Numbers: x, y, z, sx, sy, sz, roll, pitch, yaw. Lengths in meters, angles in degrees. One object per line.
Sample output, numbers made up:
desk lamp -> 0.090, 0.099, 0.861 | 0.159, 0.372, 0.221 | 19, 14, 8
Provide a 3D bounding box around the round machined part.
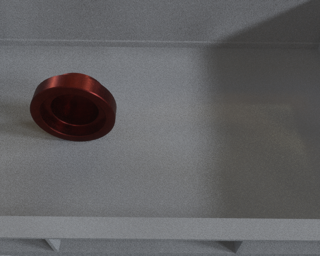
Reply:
round machined part -> -0.103, -0.029, 0.381 | 0.099, 0.097, 0.042 | -1, 50, -1
